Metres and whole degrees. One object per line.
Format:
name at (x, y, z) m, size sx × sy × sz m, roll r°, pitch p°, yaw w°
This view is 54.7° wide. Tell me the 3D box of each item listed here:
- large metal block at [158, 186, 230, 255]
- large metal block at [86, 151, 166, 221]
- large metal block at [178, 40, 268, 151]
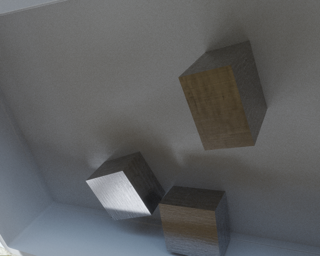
large metal block at (0.051, 0.133, 0.441) m, size 0.080 × 0.050 × 0.079 m, roll 0°, pitch 110°, yaw 28°
large metal block at (-0.052, 0.091, 0.476) m, size 0.080 × 0.050 × 0.080 m, roll -20°, pitch 108°, yaw 35°
large metal block at (0.069, -0.034, 0.316) m, size 0.050 × 0.080 × 0.080 m, roll -9°, pitch 114°, yaw 32°
